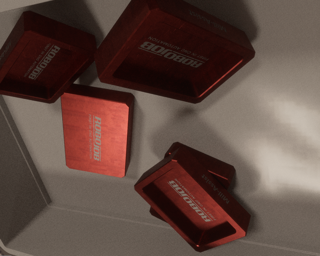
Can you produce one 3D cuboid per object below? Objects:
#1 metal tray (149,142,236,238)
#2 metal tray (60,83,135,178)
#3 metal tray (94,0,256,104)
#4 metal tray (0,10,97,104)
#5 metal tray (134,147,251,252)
[{"bbox_3d":[0.041,0.091,0.439,0.090,0.030,0.129,23,127,13],"label":"metal tray"},{"bbox_3d":[-0.087,0.007,0.438,0.091,0.030,0.129,10,124,3],"label":"metal tray"},{"bbox_3d":[0.016,-0.069,0.297,0.090,0.131,0.030,-41,54,39],"label":"metal tray"},{"bbox_3d":[-0.151,-0.081,0.395,0.130,0.091,0.030,-33,60,38],"label":"metal tray"},{"bbox_3d":[0.040,0.096,0.403,0.130,0.030,0.090,46,129,-5],"label":"metal tray"}]
